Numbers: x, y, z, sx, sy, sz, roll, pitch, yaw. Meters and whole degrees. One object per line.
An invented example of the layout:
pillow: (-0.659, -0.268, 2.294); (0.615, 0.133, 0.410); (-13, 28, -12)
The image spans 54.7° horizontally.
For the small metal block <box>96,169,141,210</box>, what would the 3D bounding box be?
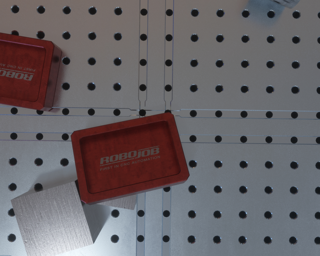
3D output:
small metal block: (-0.054, 0.078, 0.413); (0.050, 0.025, 0.050); (10, 90, -1)

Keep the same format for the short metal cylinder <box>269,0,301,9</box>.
short metal cylinder: (0.161, -0.199, 0.388); (0.050, 0.080, 0.080); (23, 90, -1)

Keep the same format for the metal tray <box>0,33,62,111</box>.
metal tray: (-0.205, -0.077, 0.408); (0.131, 0.030, 0.089); (10, 90, -1)

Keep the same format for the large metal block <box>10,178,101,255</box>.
large metal block: (-0.131, 0.114, 0.399); (0.080, 0.050, 0.080); (-17, 90, -1)

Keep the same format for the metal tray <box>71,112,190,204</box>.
metal tray: (-0.038, 0.037, 0.390); (0.131, 0.030, 0.090); (-12, 73, -8)
